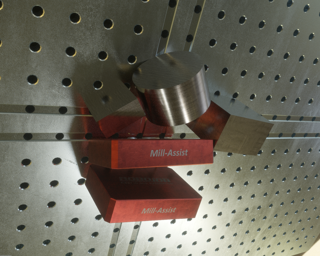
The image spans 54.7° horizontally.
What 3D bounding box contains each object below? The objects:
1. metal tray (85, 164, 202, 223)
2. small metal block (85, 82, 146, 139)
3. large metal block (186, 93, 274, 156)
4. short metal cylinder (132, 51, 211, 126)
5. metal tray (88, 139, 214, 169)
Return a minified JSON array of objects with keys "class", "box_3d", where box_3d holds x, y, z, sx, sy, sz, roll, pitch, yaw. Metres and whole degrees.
[{"class":"metal tray","box_3d":[-0.022,0.083,0.407,0.131,0.090,0.030,7,107,-32]},{"class":"small metal block","box_3d":[-0.052,-0.022,0.354,0.050,0.050,0.025,-31,129,-9]},{"class":"large metal block","box_3d":[0.090,-0.008,0.422,0.081,0.080,0.050,9,114,-33]},{"class":"short metal cylinder","box_3d":[0.014,-0.047,0.356,0.080,0.080,0.050,-27,128,-12]},{"class":"metal tray","box_3d":[-0.012,0.028,0.379,0.131,0.090,0.030,1,88,-29]}]
